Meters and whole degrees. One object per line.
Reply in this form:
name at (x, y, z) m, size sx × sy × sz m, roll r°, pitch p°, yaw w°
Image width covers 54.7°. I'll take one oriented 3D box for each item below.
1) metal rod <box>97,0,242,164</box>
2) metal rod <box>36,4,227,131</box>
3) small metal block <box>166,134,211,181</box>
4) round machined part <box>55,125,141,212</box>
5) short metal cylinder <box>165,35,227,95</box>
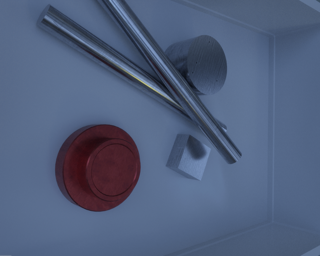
metal rod at (0.012, -0.066, 0.389) m, size 0.300 × 0.025 × 0.025 m, roll 49°, pitch 60°, yaw -19°
metal rod at (-0.011, -0.054, 0.399) m, size 0.301 × 0.025 × 0.025 m, roll 29°, pitch 72°, yaw -37°
small metal block at (0.042, 0.042, 0.444) m, size 0.050 × 0.025 × 0.050 m, roll 33°, pitch 70°, yaw -36°
round machined part at (-0.061, 0.045, 0.346) m, size 0.099 × 0.042 × 0.097 m, roll 0°, pitch 90°, yaw -40°
short metal cylinder at (0.049, -0.084, 0.433) m, size 0.081 × 0.050 × 0.079 m, roll 0°, pitch 90°, yaw -40°
